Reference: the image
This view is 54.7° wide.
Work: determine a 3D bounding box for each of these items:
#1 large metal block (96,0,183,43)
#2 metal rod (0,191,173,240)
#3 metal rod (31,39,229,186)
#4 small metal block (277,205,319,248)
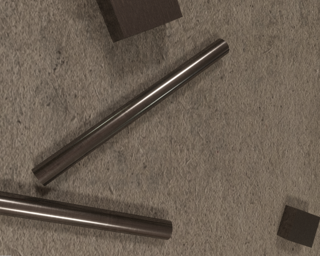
[{"bbox_3d":[-0.030,-0.159,0.380,0.081,0.050,0.080,-26,107,-18],"label":"large metal block"},{"bbox_3d":[-0.125,0.098,0.363,0.302,0.025,0.025,16,85,-20],"label":"metal rod"},{"bbox_3d":[-0.025,-0.030,0.400,0.301,0.025,0.025,-37,102,-17],"label":"metal rod"},{"bbox_3d":[0.221,0.156,0.493,0.050,0.025,0.050,22,82,-19],"label":"small metal block"}]
